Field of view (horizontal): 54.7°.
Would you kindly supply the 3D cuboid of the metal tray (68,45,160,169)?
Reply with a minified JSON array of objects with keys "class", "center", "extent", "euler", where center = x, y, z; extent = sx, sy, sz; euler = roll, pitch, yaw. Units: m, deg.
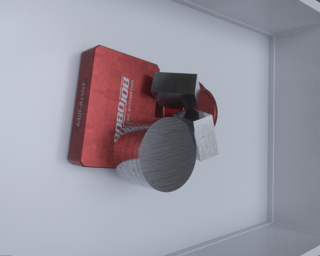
[{"class":"metal tray","center":[-0.050,-0.019,0.358],"extent":[0.091,0.030,0.129],"euler":[10,84,-40]}]

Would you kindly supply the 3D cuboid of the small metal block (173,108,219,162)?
[{"class":"small metal block","center":[0.043,0.007,0.375],"extent":[0.025,0.050,0.050],"euler":[-19,110,-20]}]

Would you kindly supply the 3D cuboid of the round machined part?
[{"class":"round machined part","center":[0.043,-0.021,0.431],"extent":[0.099,0.042,0.097],"euler":[0,90,-40]}]

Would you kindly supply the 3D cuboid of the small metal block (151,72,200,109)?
[{"class":"small metal block","center":[0.021,-0.045,0.374],"extent":[0.050,0.050,0.025],"euler":[54,43,-71]}]

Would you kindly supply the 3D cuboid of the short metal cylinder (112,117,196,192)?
[{"class":"short metal cylinder","center":[-0.005,0.028,0.347],"extent":[0.081,0.050,0.079],"euler":[0,90,-40]}]
